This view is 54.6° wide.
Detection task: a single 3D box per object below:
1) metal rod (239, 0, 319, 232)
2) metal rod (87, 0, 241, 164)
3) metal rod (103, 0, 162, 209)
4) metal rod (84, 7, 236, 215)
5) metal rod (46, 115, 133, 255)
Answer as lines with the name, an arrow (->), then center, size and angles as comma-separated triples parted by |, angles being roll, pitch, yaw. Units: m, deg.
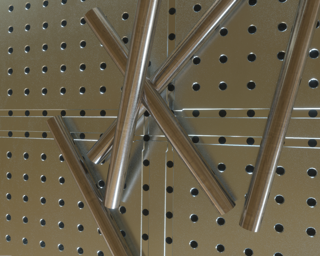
metal rod -> 0.143, -0.025, 0.362 | 0.025, 0.025, 0.298 | 15, 95, 19
metal rod -> 0.002, -0.065, 0.412 | 0.025, 0.025, 0.299 | 45, 104, 14
metal rod -> -0.037, -0.026, 0.378 | 0.025, 0.025, 0.298 | 22, 116, 18
metal rod -> -0.002, -0.023, 0.390 | 0.025, 0.025, 0.299 | -35, 87, 17
metal rod -> -0.088, 0.115, 0.444 | 0.025, 0.025, 0.299 | -33, 80, 17
